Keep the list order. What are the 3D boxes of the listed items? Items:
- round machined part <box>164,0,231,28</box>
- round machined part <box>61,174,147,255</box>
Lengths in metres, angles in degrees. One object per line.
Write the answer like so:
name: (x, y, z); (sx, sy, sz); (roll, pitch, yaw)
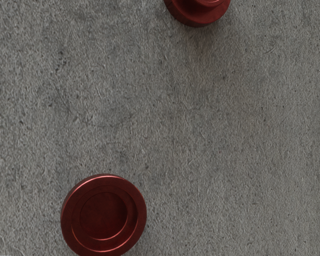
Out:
round machined part: (0.055, -0.191, 0.420); (0.099, 0.042, 0.097); (0, 90, -20)
round machined part: (-0.069, 0.103, 0.375); (0.099, 0.042, 0.097); (0, 90, -20)
